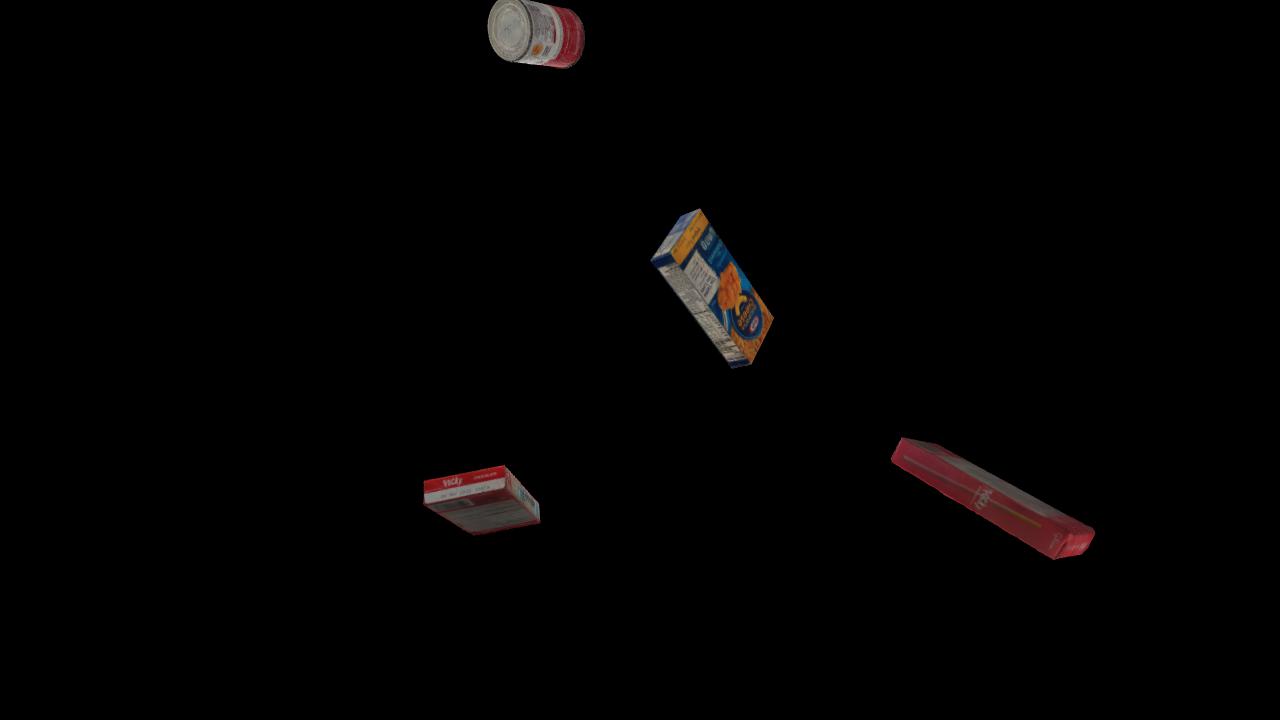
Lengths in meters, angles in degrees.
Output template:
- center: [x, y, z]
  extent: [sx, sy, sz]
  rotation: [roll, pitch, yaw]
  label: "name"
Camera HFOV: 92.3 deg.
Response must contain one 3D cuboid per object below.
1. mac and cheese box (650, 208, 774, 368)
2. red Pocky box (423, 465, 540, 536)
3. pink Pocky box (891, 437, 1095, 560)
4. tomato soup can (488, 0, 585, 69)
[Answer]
- center: [0.095, -0.087, 0.771]
  extent: [0.041, 0.093, 0.184]
  rotation: [-13, -54, 45]
  label: "mac and cheese box"
- center: [-0.162, 0.152, 0.652]
  extent: [0.083, 0.028, 0.155]
  rotation: [-11, -27, -1]
  label: "red Pocky box"
- center: [0.317, 0.122, 0.561]
  extent: [0.084, 0.029, 0.155]
  rotation: [12, 15, -42]
  label: "pink Pocky box"
- center: [-0.121, -0.384, 0.726]
  extent: [0.068, 0.068, 0.101]
  rotation: [0, 18, 33]
  label: "tomato soup can"
